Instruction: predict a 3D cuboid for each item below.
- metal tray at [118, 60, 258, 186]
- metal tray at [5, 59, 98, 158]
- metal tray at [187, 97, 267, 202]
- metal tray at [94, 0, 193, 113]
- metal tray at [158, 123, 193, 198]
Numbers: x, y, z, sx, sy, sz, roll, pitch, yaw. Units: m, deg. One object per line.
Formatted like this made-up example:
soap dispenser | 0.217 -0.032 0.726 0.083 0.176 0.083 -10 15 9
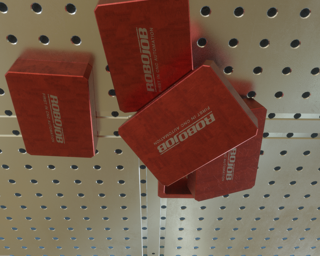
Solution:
metal tray | 0.029 -0.002 0.346 0.130 0.030 0.090 -35 100 25
metal tray | -0.129 -0.019 0.390 0.091 0.030 0.129 3 130 -3
metal tray | 0.084 0.030 0.405 0.091 0.030 0.129 -10 122 -14
metal tray | -0.011 -0.080 0.340 0.091 0.030 0.129 -6 130 4
metal tray | 0.043 0.051 0.452 0.091 0.030 0.129 1 130 -1
